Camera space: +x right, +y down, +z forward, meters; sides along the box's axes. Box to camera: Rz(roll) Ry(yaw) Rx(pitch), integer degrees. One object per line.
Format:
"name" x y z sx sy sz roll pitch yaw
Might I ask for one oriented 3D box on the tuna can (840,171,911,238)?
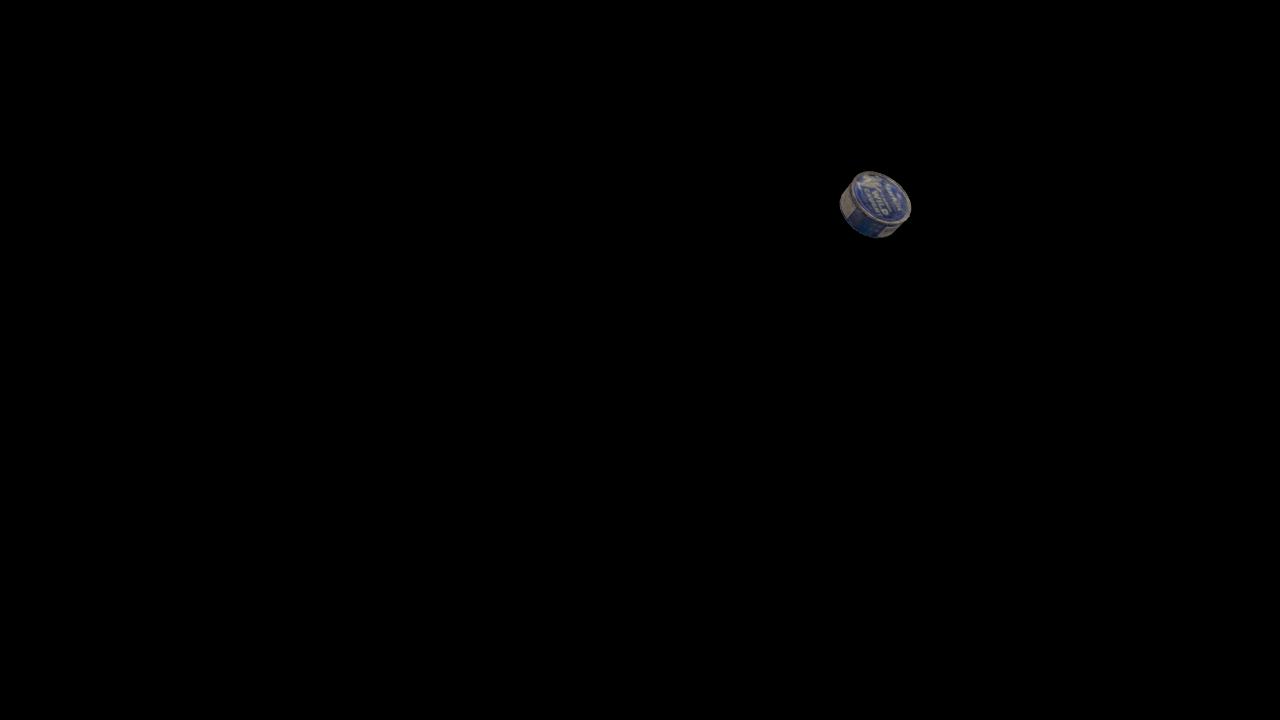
"tuna can" 0.299 -0.197 0.784 0.084 0.084 0.034 0 -26 -16
